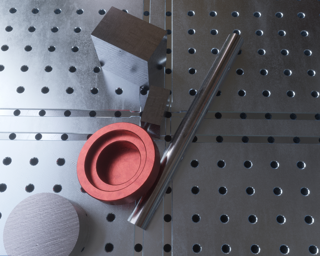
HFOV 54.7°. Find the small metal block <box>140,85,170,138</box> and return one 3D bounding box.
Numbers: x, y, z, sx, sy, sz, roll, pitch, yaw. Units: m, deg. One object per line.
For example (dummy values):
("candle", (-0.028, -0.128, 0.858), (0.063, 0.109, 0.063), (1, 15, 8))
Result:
("small metal block", (-0.006, -0.020, 0.406), (0.025, 0.050, 0.050), (14, 71, 5))

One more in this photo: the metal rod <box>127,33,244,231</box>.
("metal rod", (0.043, -0.008, 0.415), (0.025, 0.025, 0.300), (27, 72, 9))

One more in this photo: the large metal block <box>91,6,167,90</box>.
("large metal block", (-0.038, -0.104, 0.420), (0.080, 0.080, 0.050), (27, 72, 9))

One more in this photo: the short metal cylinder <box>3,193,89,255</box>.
("short metal cylinder", (-0.127, 0.118, 0.354), (0.081, 0.050, 0.080), (0, 70, 0))

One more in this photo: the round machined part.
("round machined part", (-0.046, 0.045, 0.376), (0.098, 0.042, 0.098), (-7, 61, 14))
